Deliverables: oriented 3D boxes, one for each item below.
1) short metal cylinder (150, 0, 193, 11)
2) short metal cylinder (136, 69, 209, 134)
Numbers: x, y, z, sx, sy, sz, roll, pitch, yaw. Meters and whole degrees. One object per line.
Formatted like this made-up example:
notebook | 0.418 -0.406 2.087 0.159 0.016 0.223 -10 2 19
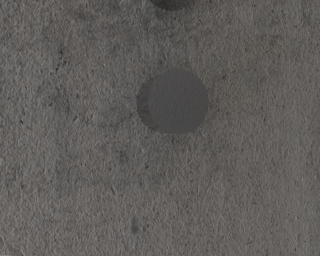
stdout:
short metal cylinder | 0.020 -0.201 0.403 0.081 0.050 0.080 0 90 -20
short metal cylinder | 0.015 -0.033 0.401 0.081 0.050 0.080 0 90 -20
